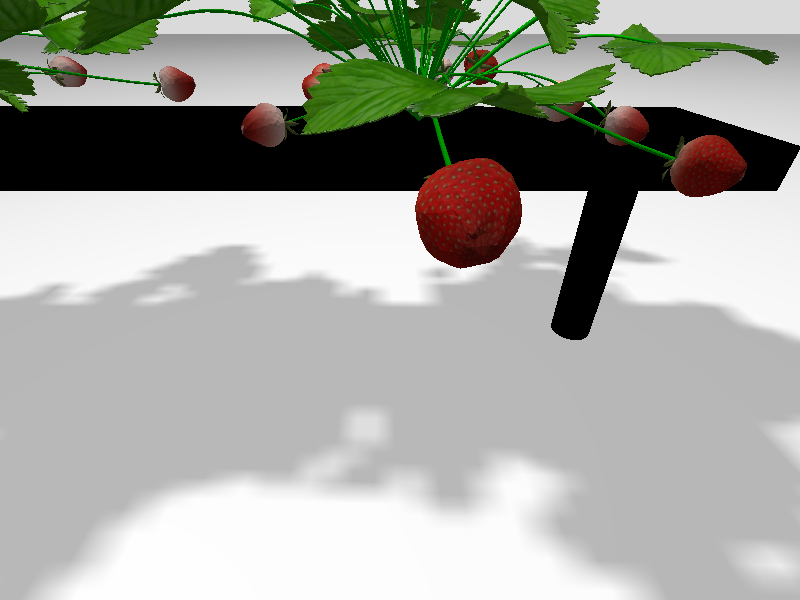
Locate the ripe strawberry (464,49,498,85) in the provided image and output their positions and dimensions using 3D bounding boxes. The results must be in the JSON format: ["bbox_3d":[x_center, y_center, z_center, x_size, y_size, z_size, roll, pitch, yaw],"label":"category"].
[{"bbox_3d":[0.099,-0.281,0.485,0.042,0.037,0.038,13,27,18],"label":"ripe strawberry"}]

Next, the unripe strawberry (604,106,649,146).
[{"bbox_3d":[0.141,-0.108,0.249,0.026,0.022,0.026,32,44,19],"label":"unripe strawberry"}]

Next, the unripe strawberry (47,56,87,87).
[{"bbox_3d":[-0.385,-0.266,0.466,0.037,0.032,0.037,9,35,12],"label":"unripe strawberry"}]

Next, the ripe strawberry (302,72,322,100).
[{"bbox_3d":[-0.081,-0.204,0.384,0.030,0.025,0.030,25,42,33],"label":"ripe strawberry"}]

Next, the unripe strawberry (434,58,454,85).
[{"bbox_3d":[0.051,-0.268,0.473,0.026,0.030,0.029,6,28,9],"label":"unripe strawberry"}]

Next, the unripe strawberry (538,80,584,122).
[{"bbox_3d":[0.123,-0.152,0.307,0.033,0.029,0.033,4,35,5],"label":"unripe strawberry"}]

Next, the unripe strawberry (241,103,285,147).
[{"bbox_3d":[-0.086,-0.109,0.250,0.027,0.026,0.025,-26,42,-31],"label":"unripe strawberry"}]

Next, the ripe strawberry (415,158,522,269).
[{"bbox_3d":[0.021,-0.024,0.122,0.033,0.035,0.036,-1,35,-1],"label":"ripe strawberry"}]

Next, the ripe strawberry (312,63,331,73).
[{"bbox_3d":[-0.083,-0.245,0.442,0.031,0.028,0.028,-20,39,-26],"label":"ripe strawberry"}]

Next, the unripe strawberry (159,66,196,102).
[{"bbox_3d":[-0.221,-0.215,0.399,0.032,0.031,0.030,-15,37,-21],"label":"unripe strawberry"}]

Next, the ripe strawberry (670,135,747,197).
[{"bbox_3d":[0.138,-0.059,0.179,0.025,0.026,0.027,-22,41,-29],"label":"ripe strawberry"}]
